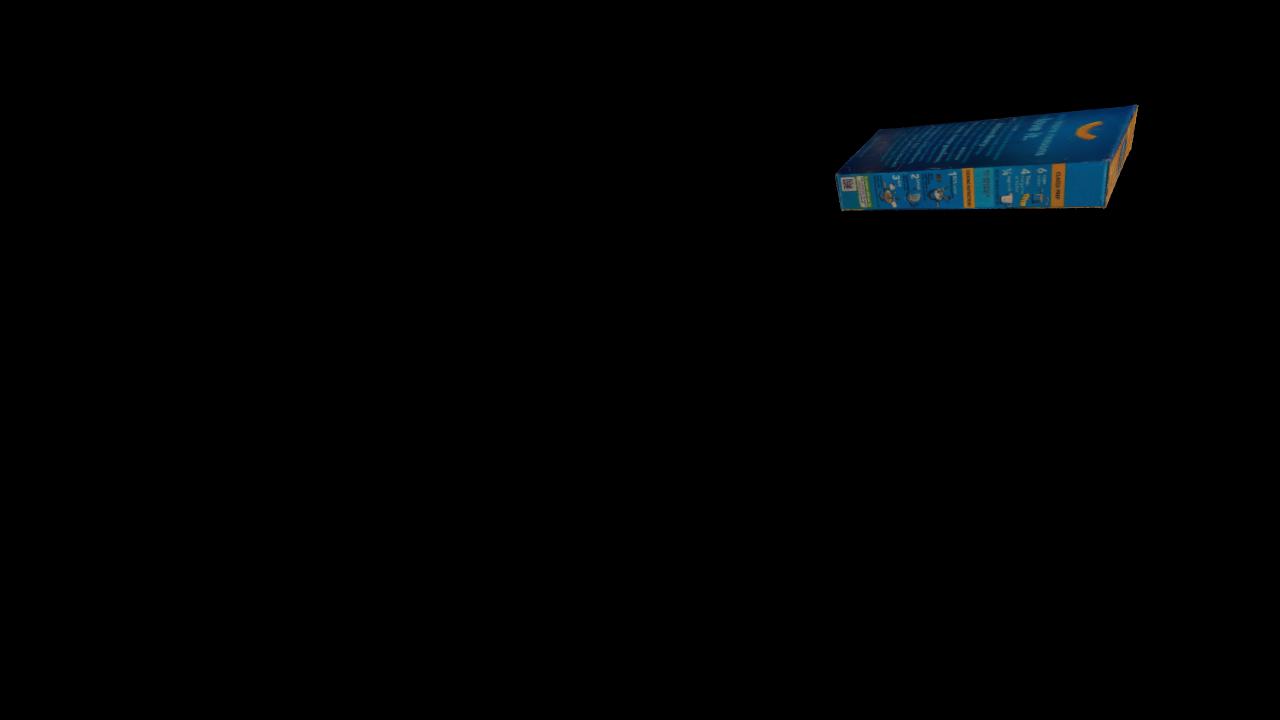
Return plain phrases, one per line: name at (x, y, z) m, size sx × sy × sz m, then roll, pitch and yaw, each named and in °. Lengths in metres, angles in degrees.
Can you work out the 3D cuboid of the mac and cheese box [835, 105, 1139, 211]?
mac and cheese box at (0.259, -0.153, 0.476) m, size 0.184 × 0.041 × 0.093 m, roll 13°, pitch 45°, yaw 42°
